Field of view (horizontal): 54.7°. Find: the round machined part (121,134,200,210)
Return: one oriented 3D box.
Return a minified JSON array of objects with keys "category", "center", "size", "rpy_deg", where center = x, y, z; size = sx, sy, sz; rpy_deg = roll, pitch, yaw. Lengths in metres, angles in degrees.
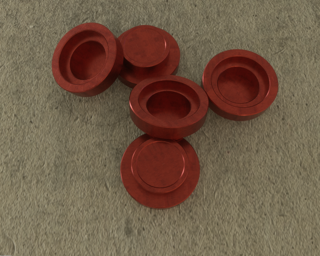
[{"category":"round machined part","center":[0.000,0.049,0.382],"size":[0.099,0.042,0.098],"rpy_deg":[0,70,-1]}]

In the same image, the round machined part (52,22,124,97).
[{"category":"round machined part","center":[-0.093,-0.088,0.420],"size":[0.098,0.042,0.098],"rpy_deg":[-5,76,20]}]

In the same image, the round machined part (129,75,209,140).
[{"category":"round machined part","center":[0.011,-0.022,0.397],"size":[0.099,0.042,0.098],"rpy_deg":[2,47,-2]}]

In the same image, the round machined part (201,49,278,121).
[{"category":"round machined part","center":[0.105,-0.054,0.421],"size":[0.099,0.042,0.098],"rpy_deg":[0,70,-1]}]

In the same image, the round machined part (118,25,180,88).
[{"category":"round machined part","center":[-0.020,-0.105,0.438],"size":[0.099,0.042,0.098],"rpy_deg":[0,70,-1]}]
